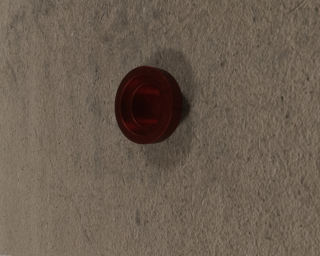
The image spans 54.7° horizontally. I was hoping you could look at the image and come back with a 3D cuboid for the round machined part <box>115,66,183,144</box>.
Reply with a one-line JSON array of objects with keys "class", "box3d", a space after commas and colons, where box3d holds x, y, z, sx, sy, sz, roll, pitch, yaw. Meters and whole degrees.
[{"class": "round machined part", "box3d": [-0.010, -0.028, 0.400, 0.098, 0.042, 0.097, 0, 90, 39]}]
